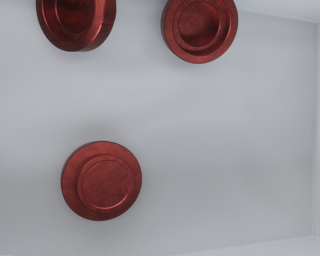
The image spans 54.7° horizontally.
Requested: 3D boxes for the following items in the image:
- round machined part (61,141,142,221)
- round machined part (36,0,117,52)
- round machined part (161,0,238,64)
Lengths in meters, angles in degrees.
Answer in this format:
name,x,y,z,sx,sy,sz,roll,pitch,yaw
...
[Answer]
name,x,y,z,sx,sy,sz,roll,pitch,yaw
round machined part,-0.069,0.065,0.377,0.099,0.042,0.097,0,90,-21
round machined part,-0.089,-0.136,0.350,0.042,0.098,0.097,-23,101,-60
round machined part,0.048,-0.137,0.408,0.099,0.042,0.097,-5,115,-11
